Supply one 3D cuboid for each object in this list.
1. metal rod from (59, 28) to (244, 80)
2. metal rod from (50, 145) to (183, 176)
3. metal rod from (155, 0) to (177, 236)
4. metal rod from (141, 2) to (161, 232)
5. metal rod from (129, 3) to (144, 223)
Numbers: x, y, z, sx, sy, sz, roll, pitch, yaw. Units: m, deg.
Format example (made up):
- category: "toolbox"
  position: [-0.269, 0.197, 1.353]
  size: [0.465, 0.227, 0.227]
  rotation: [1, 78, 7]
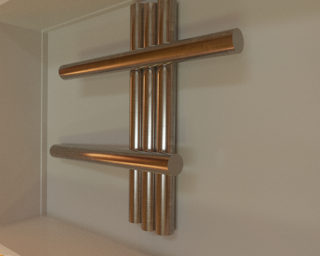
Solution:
- category: "metal rod"
  position: [-0.037, -0.088, 0.403]
  size: [0.300, 0.025, 0.025]
  rotation: [1, 91, 40]
- category: "metal rod"
  position: [-0.085, 0.041, 0.452]
  size: [0.300, 0.025, 0.025]
  rotation: [0, 90, 47]
- category: "metal rod"
  position: [0.008, -0.014, 0.398]
  size: [0.025, 0.025, 0.298]
  rotation: [1, 91, 40]
- category: "metal rod"
  position: [-0.011, -0.014, 0.415]
  size: [0.025, 0.025, 0.298]
  rotation: [1, 91, 40]
- category: "metal rod"
  position: [-0.030, -0.020, 0.431]
  size: [0.025, 0.025, 0.298]
  rotation: [1, 91, 40]
